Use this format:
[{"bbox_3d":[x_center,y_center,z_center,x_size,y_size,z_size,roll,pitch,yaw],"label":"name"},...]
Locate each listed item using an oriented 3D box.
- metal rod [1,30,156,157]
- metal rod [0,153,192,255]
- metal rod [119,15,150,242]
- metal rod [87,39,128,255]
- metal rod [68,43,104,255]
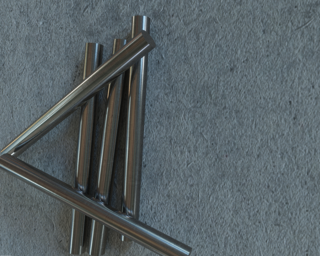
[{"bbox_3d":[-0.127,-0.032,0.427,0.299,0.025,0.025,-33,80,26],"label":"metal rod"},{"bbox_3d":[-0.100,0.102,0.415,0.301,0.025,0.025,22,97,18],"label":"metal rod"},{"bbox_3d":[-0.034,0.001,0.419,0.025,0.025,0.298,4,91,19],"label":"metal rod"},{"bbox_3d":[-0.071,0.028,0.432,0.025,0.025,0.298,8,93,19],"label":"metal rod"},{"bbox_3d":[-0.107,0.030,0.445,0.025,0.025,0.298,6,92,19],"label":"metal rod"}]
